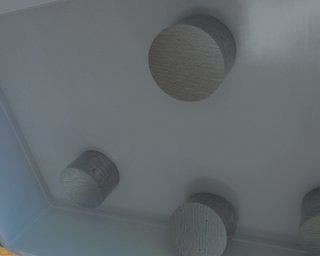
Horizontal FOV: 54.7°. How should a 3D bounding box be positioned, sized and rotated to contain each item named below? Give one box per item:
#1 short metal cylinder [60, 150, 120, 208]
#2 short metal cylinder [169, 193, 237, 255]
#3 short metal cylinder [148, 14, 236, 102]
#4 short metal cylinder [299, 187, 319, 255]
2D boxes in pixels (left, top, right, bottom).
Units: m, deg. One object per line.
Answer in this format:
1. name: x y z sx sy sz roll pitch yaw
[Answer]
1. short metal cylinder: -0.113 0.083 0.504 0.080 0.050 0.079 13 124 21
2. short metal cylinder: 0.059 0.135 0.426 0.080 0.050 0.079 2 95 27
3. short metal cylinder: 0.035 -0.074 0.328 0.080 0.050 0.079 13 124 21
4. short metal cylinder: 0.204 0.112 0.354 0.080 0.050 0.079 13 124 21
